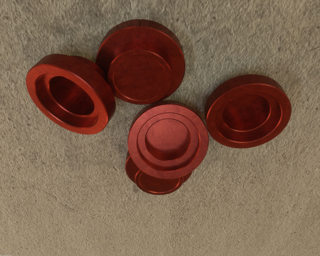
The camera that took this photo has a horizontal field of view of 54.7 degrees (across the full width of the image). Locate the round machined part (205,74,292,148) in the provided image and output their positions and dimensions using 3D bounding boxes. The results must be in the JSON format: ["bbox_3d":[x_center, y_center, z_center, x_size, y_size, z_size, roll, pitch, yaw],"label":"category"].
[{"bbox_3d":[0.104,-0.024,0.379,0.099,0.042,0.097,-1,130,0],"label":"round machined part"}]

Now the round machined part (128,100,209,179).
[{"bbox_3d":[0.009,0.012,0.394,0.099,0.042,0.097,-1,107,-3],"label":"round machined part"}]

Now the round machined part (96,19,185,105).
[{"bbox_3d":[-0.021,-0.065,0.341,0.099,0.042,0.097,-1,130,0],"label":"round machined part"}]

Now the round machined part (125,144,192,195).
[{"bbox_3d":[-0.001,0.060,0.448,0.099,0.042,0.097,-1,130,0],"label":"round machined part"}]

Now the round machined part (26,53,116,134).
[{"bbox_3d":[-0.094,-0.041,0.347,0.098,0.042,0.097,15,139,14],"label":"round machined part"}]
